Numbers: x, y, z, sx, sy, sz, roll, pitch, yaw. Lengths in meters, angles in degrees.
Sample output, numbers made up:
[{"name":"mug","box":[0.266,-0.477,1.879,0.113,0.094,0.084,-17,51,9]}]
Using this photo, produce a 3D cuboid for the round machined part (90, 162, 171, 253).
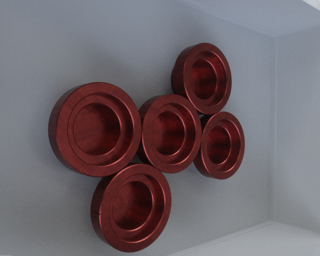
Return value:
[{"name":"round machined part","box":[-0.037,0.089,0.361,0.099,0.042,0.097,0,90,-40]}]

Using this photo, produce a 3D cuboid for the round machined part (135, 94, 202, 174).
[{"name":"round machined part","box":[0.005,0.007,0.395,0.099,0.042,0.097,0,90,-40]}]

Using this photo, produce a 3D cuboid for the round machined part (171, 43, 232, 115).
[{"name":"round machined part","box":[0.054,-0.067,0.437,0.099,0.042,0.097,0,90,-40]}]

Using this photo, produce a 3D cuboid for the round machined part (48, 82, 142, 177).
[{"name":"round machined part","box":[-0.072,0.001,0.332,0.099,0.042,0.097,0,90,-40]}]

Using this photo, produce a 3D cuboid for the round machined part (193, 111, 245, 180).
[{"name":"round machined part","box":[0.079,0.025,0.458,0.099,0.042,0.097,0,90,-40]}]
